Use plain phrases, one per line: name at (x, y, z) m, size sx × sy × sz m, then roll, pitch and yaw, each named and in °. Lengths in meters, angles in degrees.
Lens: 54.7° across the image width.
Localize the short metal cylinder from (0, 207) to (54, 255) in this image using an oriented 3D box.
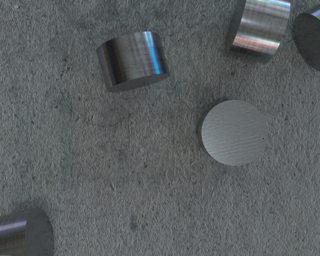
short metal cylinder at (-0.171, 0.144, 0.381) m, size 0.050 × 0.080 × 0.080 m, roll -13°, pitch 90°, yaw 0°

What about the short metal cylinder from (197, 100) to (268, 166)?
short metal cylinder at (0.090, 0.006, 0.398) m, size 0.081 × 0.050 × 0.080 m, roll 0°, pitch 90°, yaw 0°

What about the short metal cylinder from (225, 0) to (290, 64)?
short metal cylinder at (0.118, -0.125, 0.383) m, size 0.050 × 0.080 × 0.080 m, roll 14°, pitch 90°, yaw 0°

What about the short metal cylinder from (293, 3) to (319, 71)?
short metal cylinder at (0.212, -0.116, 0.384) m, size 0.050 × 0.080 × 0.080 m, roll -29°, pitch 90°, yaw 0°

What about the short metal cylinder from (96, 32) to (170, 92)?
short metal cylinder at (-0.033, -0.079, 0.382) m, size 0.080 × 0.080 × 0.050 m, roll -15°, pitch 90°, yaw 0°
